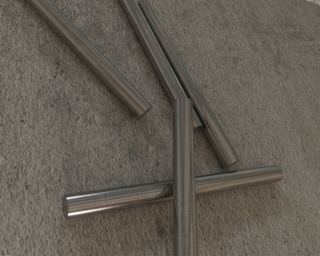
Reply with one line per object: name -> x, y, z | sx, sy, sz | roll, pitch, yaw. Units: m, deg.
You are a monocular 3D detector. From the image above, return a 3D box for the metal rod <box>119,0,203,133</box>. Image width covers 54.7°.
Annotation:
metal rod -> -0.014, -0.126, 0.472 | 0.025, 0.025, 0.299 | -14, 69, -34

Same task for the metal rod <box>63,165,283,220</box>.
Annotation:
metal rod -> 0.038, 0.072, 0.379 | 0.303, 0.025, 0.025 | -3, 63, -29

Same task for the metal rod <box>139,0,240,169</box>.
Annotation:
metal rod -> 0.035, -0.078, 0.469 | 0.025, 0.025, 0.299 | -14, 69, -34

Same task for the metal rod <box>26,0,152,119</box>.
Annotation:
metal rod -> -0.122, -0.128, 0.415 | 0.300, 0.025, 0.025 | 47, 51, 4

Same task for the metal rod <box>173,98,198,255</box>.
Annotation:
metal rod -> 0.026, 0.106, 0.327 | 0.025, 0.025, 0.299 | 11, 65, -23
